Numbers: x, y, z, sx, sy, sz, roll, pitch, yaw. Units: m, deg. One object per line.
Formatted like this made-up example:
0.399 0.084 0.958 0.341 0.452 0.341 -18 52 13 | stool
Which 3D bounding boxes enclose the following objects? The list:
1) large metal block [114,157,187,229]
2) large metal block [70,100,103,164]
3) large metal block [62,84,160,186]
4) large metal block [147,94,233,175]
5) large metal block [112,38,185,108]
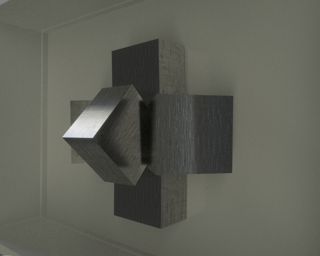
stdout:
-0.013 0.075 0.400 0.080 0.050 0.080 1 91 40 | large metal block
-0.085 0.005 0.430 0.050 0.080 0.080 -1 90 4 | large metal block
-0.049 0.008 0.358 0.050 0.080 0.080 -1 46 39 | large metal block
0.031 0.006 0.335 0.050 0.081 0.079 -174 84 -78 | large metal block
-0.016 -0.062 0.398 0.080 0.050 0.080 -2 89 40 | large metal block
